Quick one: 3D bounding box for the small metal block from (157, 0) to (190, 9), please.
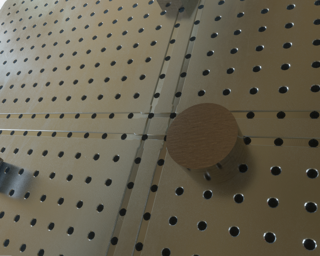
[{"bbox_3d":[0.028,-0.235,0.538,0.050,0.025,0.050,15,70,34],"label":"small metal block"}]

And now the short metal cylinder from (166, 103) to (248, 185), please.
[{"bbox_3d":[0.054,0.018,0.353,0.080,0.050,0.080,-13,56,21],"label":"short metal cylinder"}]

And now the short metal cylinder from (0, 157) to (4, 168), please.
[{"bbox_3d":[-0.303,0.060,0.496,0.080,0.080,0.050,5,64,30],"label":"short metal cylinder"}]
